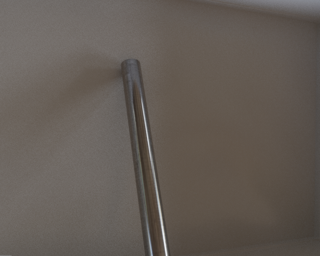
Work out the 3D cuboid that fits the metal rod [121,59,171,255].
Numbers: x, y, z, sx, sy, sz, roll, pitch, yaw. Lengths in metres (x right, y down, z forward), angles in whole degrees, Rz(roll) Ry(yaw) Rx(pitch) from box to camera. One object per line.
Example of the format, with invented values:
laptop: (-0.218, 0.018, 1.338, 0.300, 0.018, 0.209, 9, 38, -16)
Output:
metal rod: (-0.015, 0.054, 0.340, 0.025, 0.025, 0.299, -1, 65, -20)
